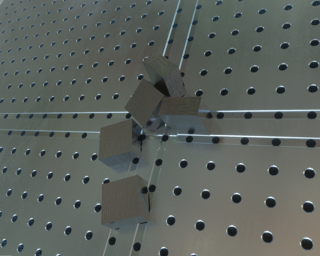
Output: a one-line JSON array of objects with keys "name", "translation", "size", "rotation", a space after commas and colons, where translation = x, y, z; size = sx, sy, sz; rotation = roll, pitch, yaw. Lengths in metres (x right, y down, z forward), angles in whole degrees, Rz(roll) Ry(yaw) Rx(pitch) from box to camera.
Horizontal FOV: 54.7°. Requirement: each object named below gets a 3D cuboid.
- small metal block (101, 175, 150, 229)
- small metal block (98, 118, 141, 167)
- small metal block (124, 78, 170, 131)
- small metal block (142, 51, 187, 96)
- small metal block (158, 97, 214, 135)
[{"name": "small metal block", "translation": [-0.042, 0.090, 0.374], "size": [0.050, 0.025, 0.050], "rotation": [-18, 55, 17]}, {"name": "small metal block", "translation": [-0.054, 0.020, 0.423], "size": [0.050, 0.025, 0.050], "rotation": [-16, 55, 19]}, {"name": "small metal block", "translation": [-0.015, -0.032, 0.425], "size": [0.050, 0.025, 0.050], "rotation": [43, 105, 39]}, {"name": "small metal block", "translation": [0.007, -0.070, 0.428], "size": [0.025, 0.050, 0.050], "rotation": [-38, 51, -10]}, {"name": "small metal block", "translation": [0.033, -0.014, 0.383], "size": [0.050, 0.050, 0.025], "rotation": [2, 63, 29]}]
